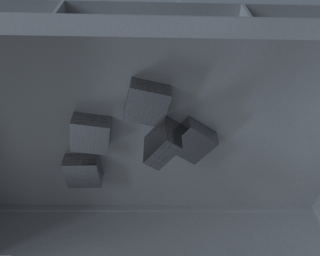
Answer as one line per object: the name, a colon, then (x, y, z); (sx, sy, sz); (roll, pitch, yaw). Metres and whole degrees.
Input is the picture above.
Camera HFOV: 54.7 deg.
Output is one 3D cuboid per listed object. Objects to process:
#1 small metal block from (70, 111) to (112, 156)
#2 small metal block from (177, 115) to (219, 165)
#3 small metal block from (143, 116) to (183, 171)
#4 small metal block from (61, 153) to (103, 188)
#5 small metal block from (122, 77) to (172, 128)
small metal block: (-0.092, 0.008, 0.415); (0.050, 0.025, 0.050); (7, 130, -7)
small metal block: (0.044, 0.018, 0.425); (0.050, 0.025, 0.050); (29, 124, -23)
small metal block: (0.003, 0.020, 0.410); (0.025, 0.050, 0.050); (30, 124, -23)
small metal block: (-0.114, 0.064, 0.462); (0.050, 0.025, 0.050); (-1, 130, 0)
small metal block: (-0.016, -0.031, 0.383); (0.050, 0.025, 0.050); (11, 129, -10)
